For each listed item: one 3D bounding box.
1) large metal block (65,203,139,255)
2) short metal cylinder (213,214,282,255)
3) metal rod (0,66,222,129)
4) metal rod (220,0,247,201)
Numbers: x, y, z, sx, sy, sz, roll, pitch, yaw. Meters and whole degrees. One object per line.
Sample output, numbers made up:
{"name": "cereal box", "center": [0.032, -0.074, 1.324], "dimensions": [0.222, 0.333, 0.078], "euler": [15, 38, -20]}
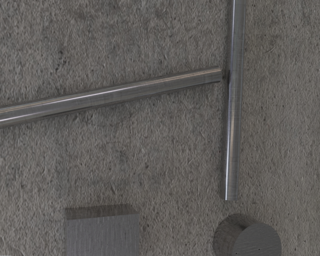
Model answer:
{"name": "large metal block", "center": [-0.071, 0.139, 0.370], "dimensions": [0.081, 0.050, 0.079], "euler": [0, 90, -20]}
{"name": "short metal cylinder", "center": [0.123, 0.168, 0.441], "dimensions": [0.081, 0.050, 0.079], "euler": [0, 90, -20]}
{"name": "metal rod", "center": [-0.058, -0.042, 0.387], "dimensions": [0.302, 0.025, 0.025], "euler": [-14, 95, -20]}
{"name": "metal rod", "center": [0.107, -0.047, 0.448], "dimensions": [0.025, 0.025, 0.298], "euler": [3, 89, -20]}
